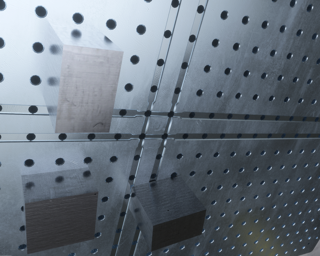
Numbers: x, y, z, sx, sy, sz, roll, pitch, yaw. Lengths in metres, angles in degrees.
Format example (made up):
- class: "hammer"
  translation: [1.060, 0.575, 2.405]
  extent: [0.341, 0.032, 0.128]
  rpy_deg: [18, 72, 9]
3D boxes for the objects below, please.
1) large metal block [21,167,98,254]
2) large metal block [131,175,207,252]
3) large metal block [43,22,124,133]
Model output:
- class: "large metal block"
  translation: [-0.126, 0.101, 0.388]
  extent: [0.081, 0.050, 0.079]
  rpy_deg: [-4, 120, -26]
- class: "large metal block"
  translation: [0.009, 0.121, 0.455]
  extent: [0.081, 0.080, 0.050]
  rpy_deg: [-10, 123, -23]
- class: "large metal block"
  translation: [-0.079, -0.050, 0.301]
  extent: [0.050, 0.080, 0.079]
  rpy_deg: [0, 119, -28]
